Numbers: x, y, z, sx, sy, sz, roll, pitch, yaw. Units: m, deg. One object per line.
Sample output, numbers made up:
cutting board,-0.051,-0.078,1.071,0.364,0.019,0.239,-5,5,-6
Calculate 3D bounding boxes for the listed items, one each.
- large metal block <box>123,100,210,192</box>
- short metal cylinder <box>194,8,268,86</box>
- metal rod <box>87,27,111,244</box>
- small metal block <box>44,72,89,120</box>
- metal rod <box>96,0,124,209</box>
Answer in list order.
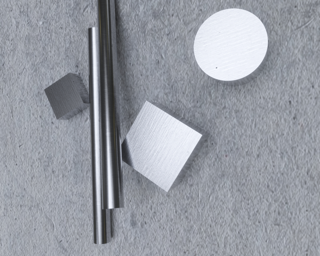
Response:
large metal block,0.005,0.021,0.393,0.080,0.050,0.080,33,100,16
short metal cylinder,0.085,-0.092,0.365,0.080,0.050,0.079,0,90,19
metal rod,-0.086,0.010,0.437,0.025,0.025,0.298,-2,89,19
small metal block,-0.134,-0.046,0.455,0.050,0.025,0.050,-29,81,17
metal rod,-0.065,-0.051,0.397,0.025,0.025,0.299,-10,74,19
